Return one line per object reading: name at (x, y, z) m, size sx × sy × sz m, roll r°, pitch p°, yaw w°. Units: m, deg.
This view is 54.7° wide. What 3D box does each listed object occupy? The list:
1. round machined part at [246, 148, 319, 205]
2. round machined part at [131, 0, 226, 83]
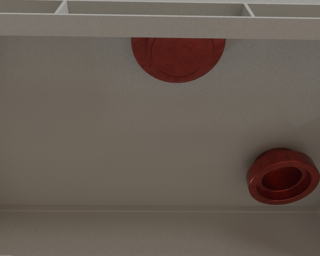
round machined part at (0.177, 0.067, 0.456) m, size 0.099 × 0.042 × 0.097 m, roll 0°, pitch 130°, yaw 0°
round machined part at (0.019, -0.088, 0.323) m, size 0.099 × 0.042 × 0.097 m, roll 0°, pitch 130°, yaw 0°
